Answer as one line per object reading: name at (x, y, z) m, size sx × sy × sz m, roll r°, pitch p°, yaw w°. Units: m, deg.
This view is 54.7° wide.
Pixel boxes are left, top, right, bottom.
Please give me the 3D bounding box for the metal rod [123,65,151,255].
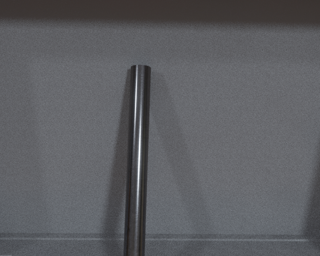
metal rod at (-0.028, 0.073, 0.373) m, size 0.025 × 0.025 × 0.298 m, roll 2°, pitch 85°, yaw -1°
